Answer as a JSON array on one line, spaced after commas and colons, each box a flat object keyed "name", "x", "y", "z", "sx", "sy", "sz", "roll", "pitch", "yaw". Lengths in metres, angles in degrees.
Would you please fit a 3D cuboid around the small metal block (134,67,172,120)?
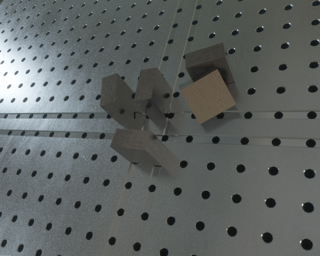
[{"name": "small metal block", "x": -0.008, "y": -0.046, "z": 0.423, "sx": 0.025, "sy": 0.050, "sz": 0.050, "roll": -4, "pitch": 60, "yaw": 26}]

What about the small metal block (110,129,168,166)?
[{"name": "small metal block", "x": -0.025, "y": 0.025, "z": 0.389, "sx": 0.050, "sy": 0.050, "sz": 0.025, "roll": 3, "pitch": 64, "yaw": 29}]

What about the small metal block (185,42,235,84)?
[{"name": "small metal block", "x": 0.066, "y": -0.078, "z": 0.405, "sx": 0.050, "sy": 0.050, "sz": 0.025, "roll": -13, "pitch": 55, "yaw": 20}]

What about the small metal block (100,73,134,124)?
[{"name": "small metal block", "x": -0.061, "y": -0.042, "z": 0.448, "sx": 0.025, "sy": 0.050, "sz": 0.050, "roll": -16, "pitch": 56, "yaw": 19}]

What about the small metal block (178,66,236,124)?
[{"name": "small metal block", "x": 0.058, "y": -0.041, "z": 0.383, "sx": 0.050, "sy": 0.050, "sz": 0.025, "roll": -30, "pitch": 18, "yaw": 9}]
